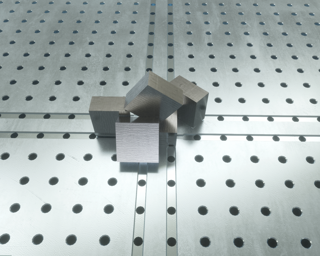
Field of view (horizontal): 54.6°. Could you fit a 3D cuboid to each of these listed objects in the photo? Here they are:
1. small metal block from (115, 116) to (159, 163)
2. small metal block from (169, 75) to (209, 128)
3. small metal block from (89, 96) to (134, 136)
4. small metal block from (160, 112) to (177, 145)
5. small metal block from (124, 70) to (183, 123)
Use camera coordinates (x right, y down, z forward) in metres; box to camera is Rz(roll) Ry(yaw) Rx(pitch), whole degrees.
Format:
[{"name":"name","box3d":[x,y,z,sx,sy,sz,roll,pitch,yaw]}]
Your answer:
[{"name":"small metal block","box3d":[-0.026,0.014,0.377,0.050,0.050,0.025,1,18,1]},{"name":"small metal block","box3d":[0.036,-0.036,0.422,0.050,0.050,0.025,36,58,26]},{"name":"small metal block","box3d":[-0.061,-0.014,0.403,0.050,0.050,0.025,1,51,1]},{"name":"small metal block","box3d":[-0.003,-0.006,0.412,0.050,0.025,0.050,2,50,0]},{"name":"small metal block","box3d":[-0.008,-0.034,0.375,0.050,0.050,0.025,27,45,-26]}]
